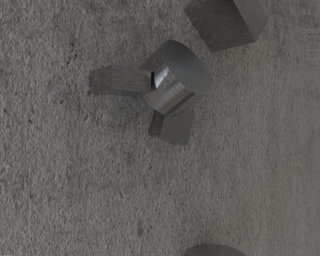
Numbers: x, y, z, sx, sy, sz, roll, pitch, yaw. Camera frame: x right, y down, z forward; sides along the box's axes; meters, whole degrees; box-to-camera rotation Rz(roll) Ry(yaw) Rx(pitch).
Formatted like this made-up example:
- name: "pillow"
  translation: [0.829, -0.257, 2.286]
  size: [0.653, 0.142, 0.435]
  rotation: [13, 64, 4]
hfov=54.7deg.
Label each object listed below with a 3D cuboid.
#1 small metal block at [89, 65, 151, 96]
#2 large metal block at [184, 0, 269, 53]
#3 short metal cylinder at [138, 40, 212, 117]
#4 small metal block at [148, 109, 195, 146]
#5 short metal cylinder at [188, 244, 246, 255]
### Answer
- name: "small metal block"
  translation: [-0.045, -0.052, 0.350]
  size: [0.050, 0.050, 0.025]
  rotation: [0, 90, -40]
- name: "large metal block"
  translation: [0.096, -0.164, 0.449]
  size: [0.080, 0.080, 0.050]
  rotation: [49, 61, -29]
- name: "short metal cylinder"
  translation: [0.017, -0.060, 0.381]
  size: [0.080, 0.050, 0.080]
  rotation: [27, 43, -29]
- name: "small metal block"
  translation: [0.016, -0.007, 0.418]
  size: [0.050, 0.025, 0.050]
  rotation: [22, 76, -38]
- name: "short metal cylinder"
  translation: [0.079, 0.202, 0.436]
  size: [0.081, 0.080, 0.050]
  rotation: [3, 89, -40]
